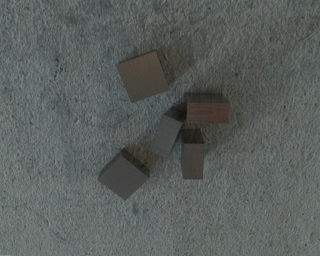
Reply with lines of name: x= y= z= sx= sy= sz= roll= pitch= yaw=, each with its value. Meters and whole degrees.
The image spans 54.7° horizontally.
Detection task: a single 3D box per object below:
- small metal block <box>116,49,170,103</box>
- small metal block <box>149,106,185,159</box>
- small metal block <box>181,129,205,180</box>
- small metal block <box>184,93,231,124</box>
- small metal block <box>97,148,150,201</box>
small metal block: x=-0.020 y=-0.065 z=0.386 sx=0.050 sy=0.025 sz=0.050 roll=-19 pitch=109 yaw=6
small metal block: x=0.012 y=0.004 z=0.395 sx=0.025 sy=0.050 sz=0.050 roll=25 pitch=109 yaw=7
small metal block: x=0.042 y=0.034 z=0.409 sx=0.025 sy=0.050 sz=0.050 roll=1 pitch=110 yaw=0
small metal block: x=0.057 y=-0.026 z=0.387 sx=0.050 sy=0.050 sz=0.025 roll=1 pitch=110 yaw=-1
small metal block: x=-0.050 y=0.065 z=0.433 sx=0.050 sy=0.025 sz=0.050 roll=41 pitch=105 yaw=-14
